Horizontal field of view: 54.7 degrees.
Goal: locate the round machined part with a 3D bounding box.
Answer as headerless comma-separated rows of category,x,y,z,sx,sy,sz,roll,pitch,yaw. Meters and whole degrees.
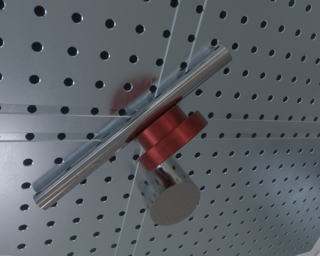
round machined part,0.009,0.008,0.388,0.098,0.098,0.042,-39,88,-2

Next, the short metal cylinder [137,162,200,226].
short metal cylinder,0.013,0.098,0.463,0.081,0.050,0.079,-14,124,-21

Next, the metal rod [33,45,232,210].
metal rod,-0.032,-0.002,0.392,0.300,0.025,0.025,-39,130,-2
